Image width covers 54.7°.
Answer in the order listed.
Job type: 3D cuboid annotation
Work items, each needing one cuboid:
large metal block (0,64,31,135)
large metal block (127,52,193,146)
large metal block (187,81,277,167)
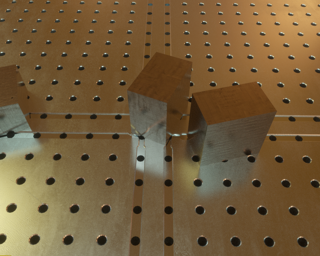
[{"bbox_3d":[-0.226,-0.034,0.417,0.081,0.050,0.080,-14,52,-12],"label":"large metal block"},{"bbox_3d":[0.001,-0.038,0.404,0.050,0.080,0.080,19,53,15],"label":"large metal block"},{"bbox_3d":[0.082,-0.004,0.376,0.081,0.080,0.050,-11,51,-10],"label":"large metal block"}]
